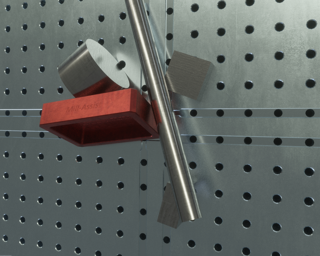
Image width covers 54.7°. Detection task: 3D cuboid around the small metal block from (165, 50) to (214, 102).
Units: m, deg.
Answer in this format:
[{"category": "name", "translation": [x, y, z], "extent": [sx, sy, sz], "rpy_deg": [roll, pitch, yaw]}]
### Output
[{"category": "small metal block", "translation": [0.036, -0.067, 0.399], "extent": [0.050, 0.025, 0.050], "rpy_deg": [22, 97, 18]}]

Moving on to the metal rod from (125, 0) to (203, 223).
[{"category": "metal rod", "translation": [-0.001, -0.038, 0.382], "extent": [0.025, 0.025, 0.299], "rpy_deg": [-20, 73, 18]}]

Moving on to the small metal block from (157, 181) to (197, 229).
[{"category": "small metal block", "translation": [0.022, 0.092, 0.391], "extent": [0.025, 0.050, 0.050], "rpy_deg": [16, 95, 19]}]

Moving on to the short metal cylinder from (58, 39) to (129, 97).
[{"category": "short metal cylinder", "translation": [-0.087, -0.070, 0.413], "extent": [0.050, 0.080, 0.080], "rpy_deg": [-36, 79, 16]}]

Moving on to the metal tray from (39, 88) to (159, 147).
[{"category": "metal tray", "translation": [-0.073, -0.008, 0.400], "extent": [0.130, 0.090, 0.030], "rpy_deg": [-7, 67, 19]}]
